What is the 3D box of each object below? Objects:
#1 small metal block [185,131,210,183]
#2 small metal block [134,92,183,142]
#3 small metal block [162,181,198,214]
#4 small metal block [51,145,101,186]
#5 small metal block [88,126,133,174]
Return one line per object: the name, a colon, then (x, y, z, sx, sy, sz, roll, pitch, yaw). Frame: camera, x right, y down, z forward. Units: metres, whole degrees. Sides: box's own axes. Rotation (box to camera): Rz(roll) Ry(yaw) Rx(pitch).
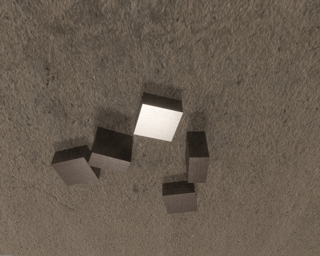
small metal block: (0.050, 0.040, 0.426, 0.025, 0.050, 0.050, 0, 130, 0)
small metal block: (-0.003, -0.013, 0.396, 0.050, 0.025, 0.050, 12, 129, -10)
small metal block: (0.033, 0.113, 0.504, 0.050, 0.025, 0.050, -8, 130, 6)
small metal block: (-0.121, 0.056, 0.453, 0.050, 0.025, 0.050, -13, 129, 10)
small metal block: (-0.065, 0.030, 0.415, 0.050, 0.050, 0.025, 16, 128, -14)
